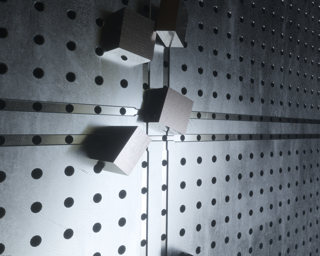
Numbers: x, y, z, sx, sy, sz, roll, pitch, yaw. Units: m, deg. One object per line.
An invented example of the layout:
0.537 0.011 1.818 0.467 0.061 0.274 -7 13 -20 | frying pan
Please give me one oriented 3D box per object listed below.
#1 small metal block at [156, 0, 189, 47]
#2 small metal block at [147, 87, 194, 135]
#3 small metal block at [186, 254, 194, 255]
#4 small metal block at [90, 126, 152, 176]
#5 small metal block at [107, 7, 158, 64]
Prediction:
0.017 -0.141 0.411 0.050 0.025 0.050 29 69 -71 | small metal block
0.015 -0.022 0.424 0.050 0.025 0.050 25 74 -38 | small metal block
0.053 0.216 0.441 0.025 0.050 0.050 -7 95 -40 | small metal block
-0.045 0.025 0.357 0.025 0.050 0.050 48 62 -30 | small metal block
-0.033 -0.113 0.383 0.050 0.025 0.050 13 82 -40 | small metal block
